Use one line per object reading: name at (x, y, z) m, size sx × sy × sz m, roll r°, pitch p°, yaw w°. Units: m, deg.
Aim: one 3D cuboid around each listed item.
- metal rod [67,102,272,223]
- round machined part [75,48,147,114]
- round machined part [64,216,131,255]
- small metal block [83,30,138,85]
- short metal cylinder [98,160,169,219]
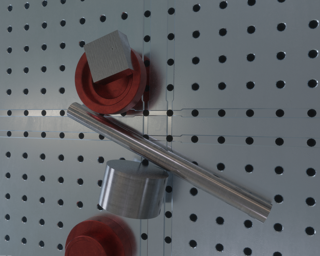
metal rod at (0.000, 0.037, 0.412) m, size 0.301 × 0.025 × 0.025 m, roll 27°, pitch 99°, yaw 17°
round machined part at (-0.063, -0.067, 0.426) m, size 0.098 × 0.042 × 0.097 m, roll 0°, pitch 90°, yaw 20°
round machined part at (-0.094, 0.179, 0.436) m, size 0.098 × 0.042 × 0.097 m, roll 0°, pitch 90°, yaw 20°
small metal block at (-0.062, -0.087, 0.390) m, size 0.050 × 0.025 × 0.050 m, roll -19°, pitch 84°, yaw 19°
short metal cylinder at (-0.034, 0.076, 0.395) m, size 0.080 × 0.080 × 0.050 m, roll 14°, pitch 95°, yaw 19°
